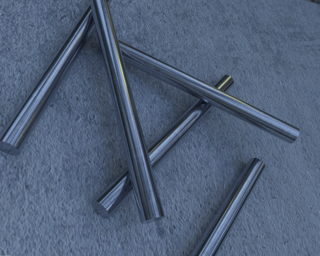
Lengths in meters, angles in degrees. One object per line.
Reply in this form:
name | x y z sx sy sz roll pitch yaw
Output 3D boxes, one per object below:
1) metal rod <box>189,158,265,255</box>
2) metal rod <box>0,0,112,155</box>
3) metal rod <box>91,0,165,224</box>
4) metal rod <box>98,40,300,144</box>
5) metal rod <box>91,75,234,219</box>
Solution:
metal rod | 0.055 0.134 0.351 0.025 0.025 0.302 44 51 2
metal rod | -0.118 -0.096 0.398 0.025 0.025 0.300 26 53 -13
metal rod | -0.045 -0.039 0.370 0.025 0.025 0.299 -2 62 -29
metal rod | 0.055 -0.055 0.437 0.301 0.025 0.025 26 52 -1
metal rod | 0.024 0.004 0.413 0.025 0.025 0.302 45 51 3
